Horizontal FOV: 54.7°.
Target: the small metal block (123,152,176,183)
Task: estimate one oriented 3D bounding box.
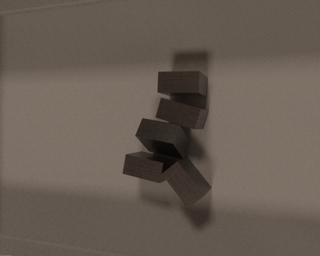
[{"bbox_3d":[-0.013,0.049,0.401,0.050,0.050,0.025,11,94,19],"label":"small metal block"}]

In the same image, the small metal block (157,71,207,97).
[{"bbox_3d":[0.030,-0.054,0.386,0.050,0.050,0.025,3,91,19],"label":"small metal block"}]

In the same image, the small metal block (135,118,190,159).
[{"bbox_3d":[0.004,0.014,0.389,0.050,0.050,0.025,11,68,25],"label":"small metal block"}]

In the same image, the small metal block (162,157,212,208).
[{"bbox_3d":[0.035,0.066,0.384,0.025,0.050,0.050,-41,78,15],"label":"small metal block"}]

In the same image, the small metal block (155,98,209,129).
[{"bbox_3d":[0.029,-0.017,0.386,0.050,0.050,0.025,18,96,19],"label":"small metal block"}]
